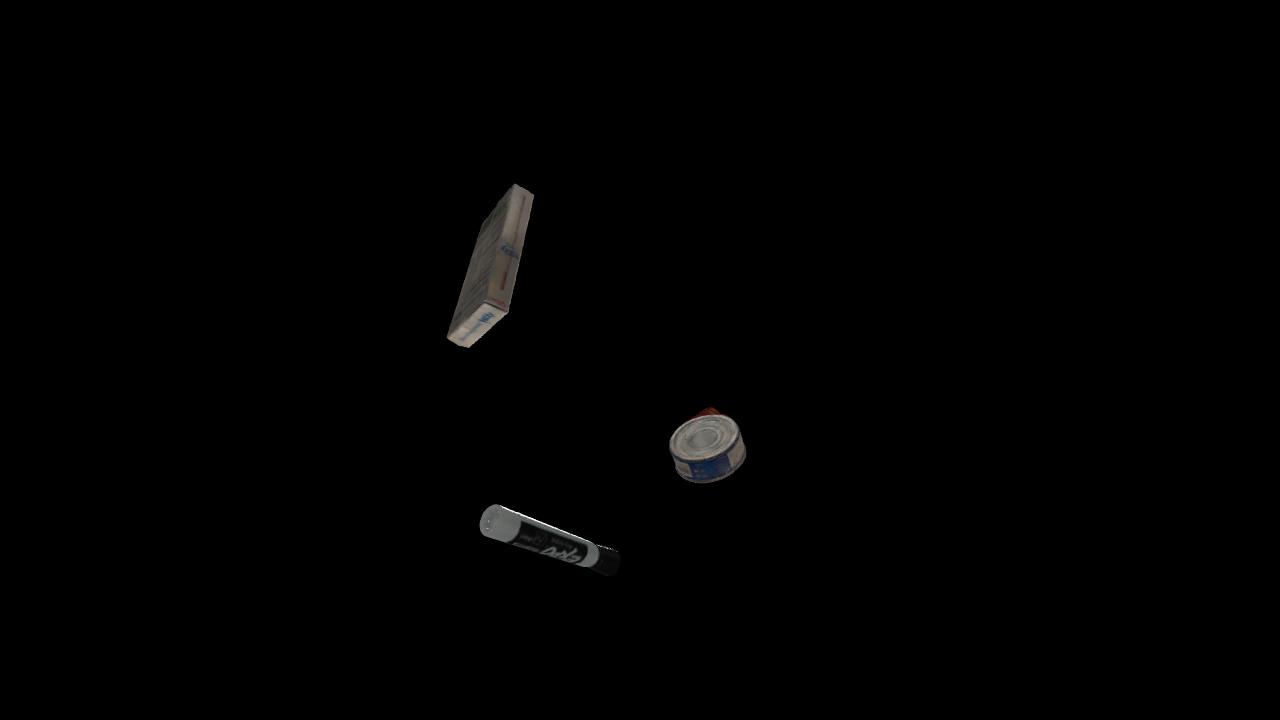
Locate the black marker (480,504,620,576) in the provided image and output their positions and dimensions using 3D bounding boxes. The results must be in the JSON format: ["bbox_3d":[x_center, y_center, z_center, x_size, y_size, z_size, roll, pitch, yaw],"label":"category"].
[{"bbox_3d":[-0.051,0.118,0.393,0.020,0.020,0.121,0,-26,39],"label":"black marker"}]

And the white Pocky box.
[{"bbox_3d":[-0.147,-0.095,0.611,0.028,0.154,0.084,26,-38,-29],"label":"white Pocky box"}]

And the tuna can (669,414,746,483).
[{"bbox_3d":[0.076,0.099,0.701,0.084,0.034,0.084,-16,28,9],"label":"tuna can"}]

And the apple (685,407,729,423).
[{"bbox_3d":[0.092,0.115,0.886,0.079,0.093,0.079,19,30,-12],"label":"apple"}]
